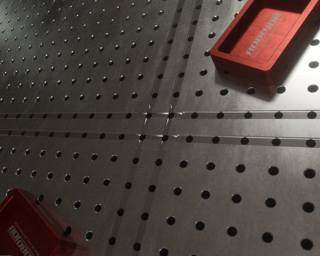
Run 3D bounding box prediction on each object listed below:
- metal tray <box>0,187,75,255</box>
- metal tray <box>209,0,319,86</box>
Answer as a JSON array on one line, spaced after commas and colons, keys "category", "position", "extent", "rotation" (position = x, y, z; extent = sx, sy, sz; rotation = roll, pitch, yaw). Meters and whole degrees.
[{"category": "metal tray", "position": [-0.181, 0.150, 0.405], "extent": [0.130, 0.030, 0.090], "rotation": [30, 78, 37]}, {"category": "metal tray", "position": [0.139, -0.125, 0.408], "extent": [0.090, 0.030, 0.130], "rotation": [29, 77, 37]}]
